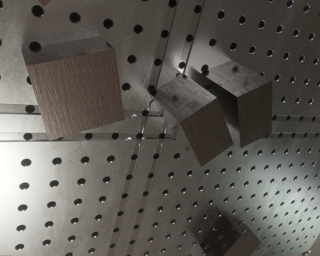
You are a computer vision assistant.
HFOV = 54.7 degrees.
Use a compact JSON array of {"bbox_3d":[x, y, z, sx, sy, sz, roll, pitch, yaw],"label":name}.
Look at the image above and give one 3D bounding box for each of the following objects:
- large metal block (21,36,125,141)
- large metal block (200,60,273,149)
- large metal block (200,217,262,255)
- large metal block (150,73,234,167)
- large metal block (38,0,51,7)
[{"bbox_3d":[-0.088,-0.043,0.321,0.081,0.050,0.079,-17,125,-19],"label":"large metal block"},{"bbox_3d":[0.101,-0.033,0.412,0.050,0.080,0.080,-25,128,-14],"label":"large metal block"},{"bbox_3d":[0.142,0.233,0.620,0.080,0.050,0.080,31,101,-38],"label":"large metal block"},{"bbox_3d":[0.040,-0.012,0.392,0.050,0.080,0.080,-34,129,-6],"label":"large metal block"},{"bbox_3d":[-0.096,-0.159,0.244,0.080,0.050,0.080,-43,130,1],"label":"large metal block"}]
